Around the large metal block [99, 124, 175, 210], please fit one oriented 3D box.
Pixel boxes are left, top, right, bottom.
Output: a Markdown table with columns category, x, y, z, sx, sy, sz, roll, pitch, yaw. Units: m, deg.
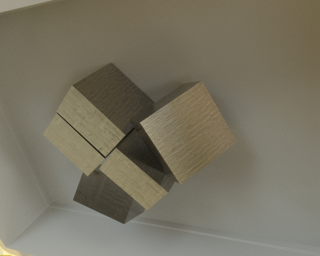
| category | x | y | z | sx | sy | sz | roll | pitch | yaw |
| --- | --- | --- | --- | --- | --- | --- | --- | --- | --- |
| large metal block | -0.017 | 0.044 | 0.405 | 0.080 | 0.080 | 0.050 | 41 | 129 | 0 |

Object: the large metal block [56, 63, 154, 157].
| category | x | y | z | sx | sy | sz | roll | pitch | yaw |
| --- | --- | --- | --- | --- | --- | --- | --- | --- | --- |
| large metal block | -0.065 | -0.025 | 0.388 | 0.080 | 0.080 | 0.050 | 43 | 129 | -2 |

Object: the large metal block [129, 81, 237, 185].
| category | x | y | z | sx | sy | sz | roll | pitch | yaw |
| --- | --- | --- | --- | --- | --- | --- | --- | --- | --- |
| large metal block | 0.025 | 0.003 | 0.351 | 0.080 | 0.080 | 0.050 | 58 | 167 | -13 |

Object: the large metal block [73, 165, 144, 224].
| category | x | y | z | sx | sy | sz | roll | pitch | yaw |
| --- | --- | --- | --- | --- | --- | --- | --- | --- | --- |
| large metal block | -0.064 | 0.091 | 0.451 | 0.080 | 0.080 | 0.050 | 20 | 92 | 16 |

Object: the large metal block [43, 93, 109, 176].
| category | x | y | z | sx | sy | sz | roll | pitch | yaw |
| --- | --- | --- | --- | --- | --- | --- | --- | --- | --- |
| large metal block | -0.093 | 0.004 | 0.422 | 0.080 | 0.080 | 0.050 | 44 | 129 | -3 |
